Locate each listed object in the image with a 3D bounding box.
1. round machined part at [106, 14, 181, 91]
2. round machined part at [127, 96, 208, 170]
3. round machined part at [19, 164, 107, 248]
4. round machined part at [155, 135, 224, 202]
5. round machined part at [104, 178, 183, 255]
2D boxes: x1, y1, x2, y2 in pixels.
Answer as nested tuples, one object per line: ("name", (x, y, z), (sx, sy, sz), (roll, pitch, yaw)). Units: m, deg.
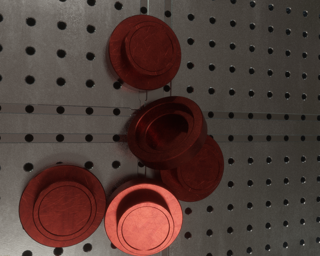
("round machined part", (-0.017, -0.097, 0.398), (0.099, 0.042, 0.097), (0, 90, -21))
("round machined part", (0.012, 0.010, 0.389), (0.098, 0.098, 0.042), (-48, 139, -14))
("round machined part", (-0.112, 0.092, 0.363), (0.099, 0.042, 0.097), (0, 90, -21))
("round machined part", (0.046, 0.053, 0.422), (0.099, 0.042, 0.097), (0, 90, -21))
("round machined part", (-0.019, 0.116, 0.385), (0.099, 0.042, 0.097), (-1, 100, -8))
